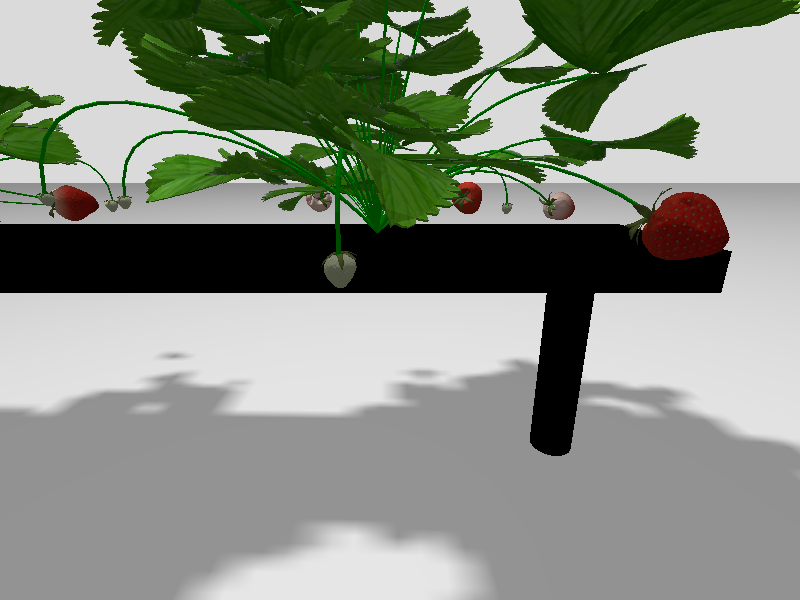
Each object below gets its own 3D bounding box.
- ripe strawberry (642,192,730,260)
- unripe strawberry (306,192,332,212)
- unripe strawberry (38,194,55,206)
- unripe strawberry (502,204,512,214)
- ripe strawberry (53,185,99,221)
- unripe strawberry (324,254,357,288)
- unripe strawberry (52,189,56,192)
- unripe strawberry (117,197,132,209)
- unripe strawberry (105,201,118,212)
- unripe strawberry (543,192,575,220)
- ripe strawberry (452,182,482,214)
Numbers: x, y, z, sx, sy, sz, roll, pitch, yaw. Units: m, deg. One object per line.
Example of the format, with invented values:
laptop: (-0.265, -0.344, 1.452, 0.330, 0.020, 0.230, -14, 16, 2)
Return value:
ripe strawberry: (0.159, -0.039, 0.222, 0.040, 0.039, 0.044, 31, 31, 25)
unripe strawberry: (-0.105, -0.128, 0.517, 0.033, 0.029, 0.030, -8, 9, -24)
unripe strawberry: (-0.288, -0.082, 0.327, 0.010, 0.010, 0.011, -1, 18, -3)
unripe strawberry: (0.116, -0.099, 0.434, 0.010, 0.011, 0.011, -12, 21, -33)
ripe strawberry: (-0.357, -0.107, 0.442, 0.039, 0.038, 0.036, -15, 23, -40)
unripe strawberry: (-0.025, -0.012, 0.165, 0.013, 0.014, 0.014, 0, 18, 1)
unripe strawberry: (-0.482, -0.144, 0.570, 0.025, 0.028, 0.027, -1, 17, -3)
unripe strawberry: (-0.255, -0.090, 0.371, 0.011, 0.011, 0.010, 2, 18, 7)
unripe strawberry: (-0.354, -0.115, 0.493, 0.013, 0.014, 0.014, 13, 22, 35)
unripe strawberry: (0.171, -0.100, 0.427, 0.033, 0.029, 0.033, 1, 16, -26)
ripe strawberry: (0.089, -0.132, 0.519, 0.038, 0.040, 0.041, 10, 15, 29)
